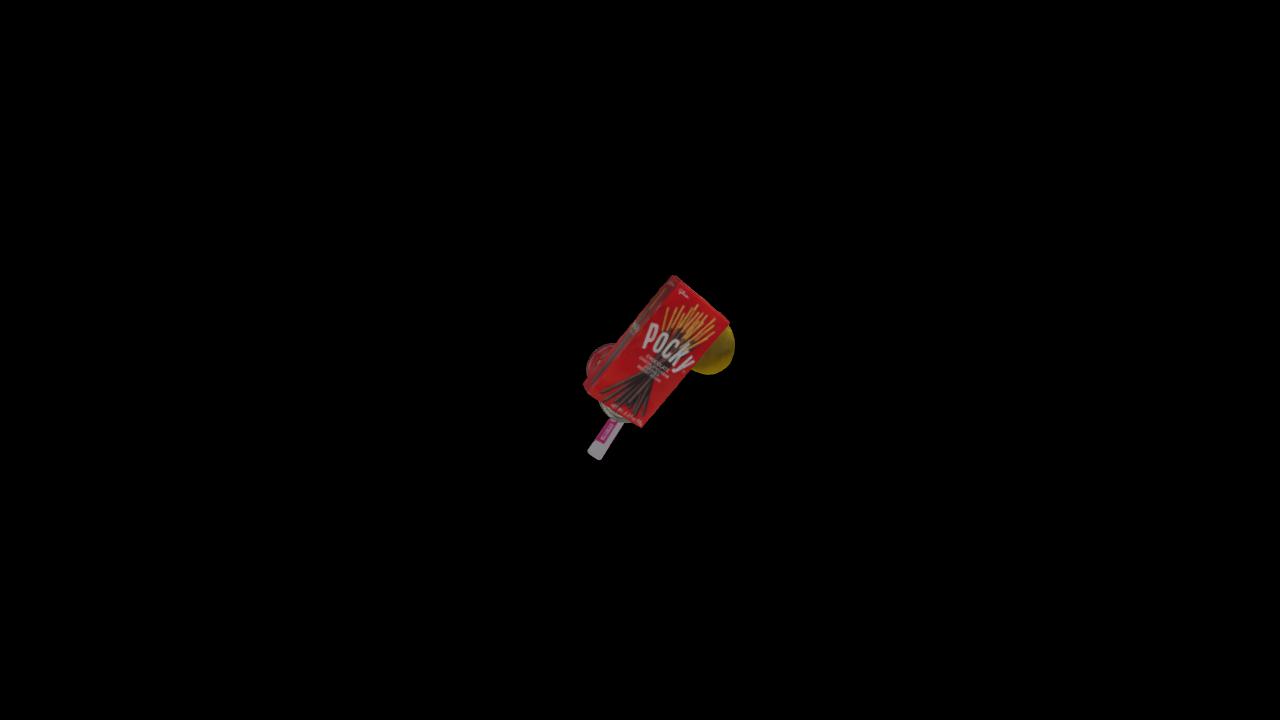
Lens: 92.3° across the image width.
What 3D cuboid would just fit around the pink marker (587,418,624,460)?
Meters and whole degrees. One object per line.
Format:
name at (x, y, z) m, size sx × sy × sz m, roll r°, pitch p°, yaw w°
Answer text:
pink marker at (-0.020, 0.060, 0.707) m, size 0.020 × 0.121 × 0.020 m, roll 29°, pitch -22°, yaw 13°

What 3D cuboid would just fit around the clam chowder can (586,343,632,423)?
clam chowder can at (-0.023, 0.025, 0.723) m, size 0.068 × 0.068 × 0.102 m, roll 0°, pitch 16°, yaw -13°

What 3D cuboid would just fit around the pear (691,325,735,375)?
pear at (0.058, -0.019, 0.754) m, size 0.111 × 0.080 × 0.080 m, roll -3°, pitch 1°, yaw -15°

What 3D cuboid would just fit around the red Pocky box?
red Pocky box at (0.018, -0.007, 0.658) m, size 0.083 × 0.155 × 0.028 m, roll 35°, pitch 9°, yaw -29°
